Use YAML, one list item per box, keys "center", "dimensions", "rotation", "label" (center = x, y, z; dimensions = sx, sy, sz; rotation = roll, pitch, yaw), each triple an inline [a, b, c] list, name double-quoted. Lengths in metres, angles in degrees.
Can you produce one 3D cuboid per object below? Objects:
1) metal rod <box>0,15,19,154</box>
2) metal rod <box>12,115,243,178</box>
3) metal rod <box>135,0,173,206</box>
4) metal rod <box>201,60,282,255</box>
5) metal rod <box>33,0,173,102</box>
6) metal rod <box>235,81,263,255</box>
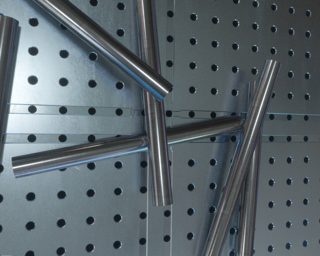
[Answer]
- center: [-0.190, 0.026, 0.342]
  dimensions: [0.025, 0.025, 0.299]
  rotation: [8, 87, -20]
  label: "metal rod"
- center: [-0.026, 0.019, 0.402]
  dimensions: [0.302, 0.025, 0.025]
  rotation: [-11, 94, -20]
  label: "metal rod"
- center: [-0.010, -0.056, 0.390]
  dimensions: [0.025, 0.025, 0.299]
  rotation: [-3, 84, -20]
  label: "metal rod"
- center: [0.114, 0.050, 0.438]
  dimensions: [0.025, 0.025, 0.299]
  rotation: [18, 90, -19]
  label: "metal rod"
- center: [-0.110, -0.133, 0.347]
  dimensions: [0.300, 0.025, 0.025]
  rotation: [38, 78, -7]
  label: "metal rod"
- center: [0.134, 0.080, 0.461]
  dimensions: [0.025, 0.025, 0.298]
  rotation: [6, 88, -20]
  label: "metal rod"
